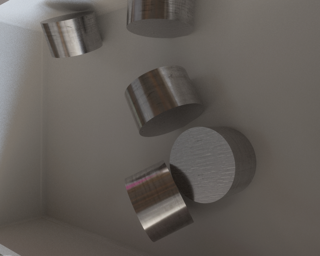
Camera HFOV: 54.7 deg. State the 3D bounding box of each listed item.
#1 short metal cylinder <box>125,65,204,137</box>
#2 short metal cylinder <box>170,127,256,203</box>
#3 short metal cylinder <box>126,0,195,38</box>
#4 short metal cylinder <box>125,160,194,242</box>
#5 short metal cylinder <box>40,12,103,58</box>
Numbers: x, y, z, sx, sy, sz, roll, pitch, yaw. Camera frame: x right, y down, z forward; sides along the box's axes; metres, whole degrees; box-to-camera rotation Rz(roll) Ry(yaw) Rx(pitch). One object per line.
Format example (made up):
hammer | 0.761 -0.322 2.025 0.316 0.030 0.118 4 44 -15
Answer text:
short metal cylinder | 0.005 -0.030 0.367 0.080 0.081 0.050 -35 68 34
short metal cylinder | 0.058 0.038 0.343 0.080 0.050 0.080 0 90 40
short metal cylinder | 0.001 -0.143 0.370 0.080 0.081 0.050 3 92 40
short metal cylinder | -0.001 0.084 0.363 0.050 0.080 0.080 -26 69 -2
short metal cylinder | -0.133 -0.144 0.472 0.080 0.081 0.050 14 127 39
